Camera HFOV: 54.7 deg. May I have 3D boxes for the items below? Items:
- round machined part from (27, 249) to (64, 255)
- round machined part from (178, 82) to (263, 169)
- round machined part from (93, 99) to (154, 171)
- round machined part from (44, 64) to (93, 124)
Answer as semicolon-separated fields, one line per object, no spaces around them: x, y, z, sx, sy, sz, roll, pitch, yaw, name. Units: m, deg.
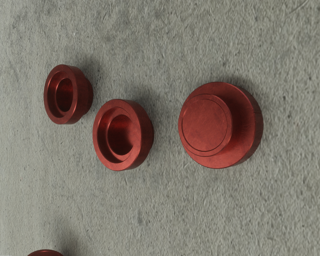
-0.195;0.242;0.519;0.098;0.099;0.042;24;105;37;round machined part
0.059;-0.003;0.345;0.098;0.042;0.097;0;90;40;round machined part
-0.047;0.009;0.433;0.098;0.042;0.097;0;90;40;round machined part
-0.149;-0.055;0.518;0.098;0.042;0.097;0;90;40;round machined part
